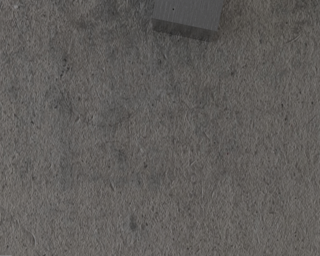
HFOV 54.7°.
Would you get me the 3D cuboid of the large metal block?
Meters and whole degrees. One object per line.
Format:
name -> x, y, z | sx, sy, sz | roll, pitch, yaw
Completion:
large metal block -> 0.038, -0.164, 0.397 | 0.080, 0.050, 0.080 | 12, 90, 0
